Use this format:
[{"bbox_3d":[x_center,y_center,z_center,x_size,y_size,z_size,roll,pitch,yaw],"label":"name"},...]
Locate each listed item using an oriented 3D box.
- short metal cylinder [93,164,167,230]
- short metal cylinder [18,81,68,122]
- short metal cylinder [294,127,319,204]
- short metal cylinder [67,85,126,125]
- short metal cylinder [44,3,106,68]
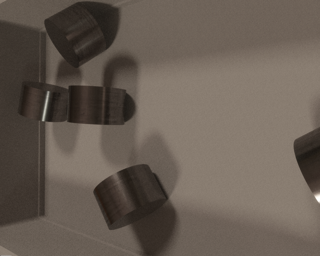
[{"bbox_3d":[-0.039,0.089,0.401,0.080,0.081,0.050,-44,64,31],"label":"short metal cylinder"},{"bbox_3d":[-0.196,-0.046,0.529,0.080,0.081,0.050,23,105,37],"label":"short metal cylinder"},{"bbox_3d":[0.153,0.032,0.245,0.050,0.081,0.080,-36,68,34],"label":"short metal cylinder"},{"bbox_3d":[-0.090,-0.032,0.443,0.080,0.081,0.050,6,94,39],"label":"short metal cylinder"},{"bbox_3d":[-0.127,-0.138,0.466,0.080,0.050,0.080,42,158,22],"label":"short metal cylinder"}]
